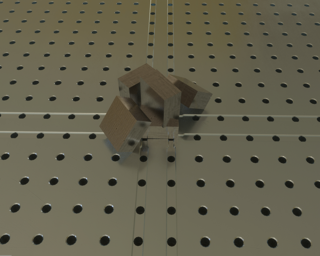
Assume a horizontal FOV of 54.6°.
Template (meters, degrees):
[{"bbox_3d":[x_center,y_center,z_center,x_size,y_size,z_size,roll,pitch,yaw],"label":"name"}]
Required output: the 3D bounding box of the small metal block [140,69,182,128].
[{"bbox_3d":[0.000,-0.037,0.390,0.025,0.050,0.050,-29,56,-23],"label":"small metal block"}]

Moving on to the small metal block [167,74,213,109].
[{"bbox_3d":[0.038,-0.050,0.433,0.050,0.025,0.050,35,19,26],"label":"small metal block"}]

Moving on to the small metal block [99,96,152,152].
[{"bbox_3d":[-0.045,-0.005,0.392,0.025,0.050,0.050,5,36,-48],"label":"small metal block"}]

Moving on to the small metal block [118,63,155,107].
[{"bbox_3d":[-0.030,-0.056,0.438,0.050,0.050,0.025,-34,58,-25],"label":"small metal block"}]

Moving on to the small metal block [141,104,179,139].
[{"bbox_3d":[-0.001,-0.013,0.418,0.050,0.025,0.050,1,50,-1],"label":"small metal block"}]
